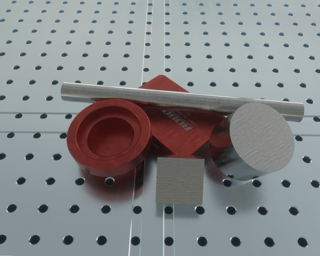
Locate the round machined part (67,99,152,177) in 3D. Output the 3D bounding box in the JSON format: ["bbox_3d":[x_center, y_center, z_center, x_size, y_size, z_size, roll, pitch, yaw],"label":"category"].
[{"bbox_3d":[-0.058,0.015,0.377,0.099,0.042,0.098,-2,56,4],"label":"round machined part"}]

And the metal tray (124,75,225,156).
[{"bbox_3d":[0.015,-0.012,0.416,0.091,0.030,0.130,-36,59,-27],"label":"metal tray"}]

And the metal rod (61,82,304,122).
[{"bbox_3d":[0.025,-0.034,0.395,0.302,0.025,0.025,5,50,4],"label":"metal rod"}]

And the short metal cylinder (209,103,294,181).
[{"bbox_3d":[0.105,0.017,0.358,0.081,0.050,0.080,6,68,-16],"label":"short metal cylinder"}]

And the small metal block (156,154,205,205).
[{"bbox_3d":[0.022,0.056,0.343,0.050,0.025,0.050,2,93,1],"label":"small metal block"}]
